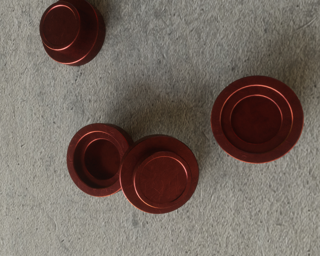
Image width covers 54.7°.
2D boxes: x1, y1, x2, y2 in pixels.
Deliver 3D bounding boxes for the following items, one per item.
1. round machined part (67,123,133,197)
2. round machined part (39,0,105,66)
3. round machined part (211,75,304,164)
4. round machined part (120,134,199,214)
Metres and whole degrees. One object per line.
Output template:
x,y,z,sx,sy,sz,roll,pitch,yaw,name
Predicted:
-0.075,0.042,0.426,0.098,0.042,0.097,0,90,20,round machined part
-0.132,-0.142,0.447,0.098,0.042,0.097,0,90,20,round machined part
0.112,-0.010,0.360,0.098,0.042,0.097,0,90,20,round machined part
0.001,0.058,0.377,0.099,0.042,0.097,-1,96,-10,round machined part
